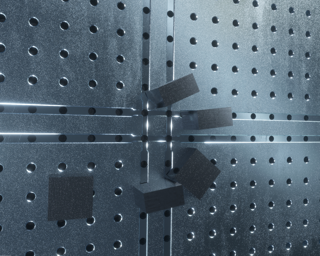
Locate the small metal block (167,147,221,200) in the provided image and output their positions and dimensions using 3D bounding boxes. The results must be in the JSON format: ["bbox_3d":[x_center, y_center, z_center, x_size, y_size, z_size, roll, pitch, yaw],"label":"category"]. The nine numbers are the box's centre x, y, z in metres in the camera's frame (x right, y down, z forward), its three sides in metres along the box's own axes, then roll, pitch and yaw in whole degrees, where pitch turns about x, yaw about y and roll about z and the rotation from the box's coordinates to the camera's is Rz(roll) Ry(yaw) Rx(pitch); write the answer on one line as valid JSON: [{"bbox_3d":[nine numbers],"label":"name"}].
[{"bbox_3d":[0.047,0.063,0.430,0.050,0.025,0.050,43,77,-15],"label":"small metal block"}]

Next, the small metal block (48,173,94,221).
[{"bbox_3d":[-0.108,0.082,0.373,0.050,0.025,0.050,2,90,-20],"label":"small metal block"}]

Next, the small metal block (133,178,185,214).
[{"bbox_3d":[-0.003,0.086,0.398,0.050,0.050,0.025,-8,93,-20],"label":"small metal block"}]

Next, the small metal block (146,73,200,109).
[{"bbox_3d":[0.015,-0.047,0.405,0.050,0.050,0.025,-26,99,-18],"label":"small metal block"}]

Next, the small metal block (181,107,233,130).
[{"bbox_3d":[0.063,-0.013,0.422,0.050,0.050,0.025,-7,93,-20],"label":"small metal block"}]
